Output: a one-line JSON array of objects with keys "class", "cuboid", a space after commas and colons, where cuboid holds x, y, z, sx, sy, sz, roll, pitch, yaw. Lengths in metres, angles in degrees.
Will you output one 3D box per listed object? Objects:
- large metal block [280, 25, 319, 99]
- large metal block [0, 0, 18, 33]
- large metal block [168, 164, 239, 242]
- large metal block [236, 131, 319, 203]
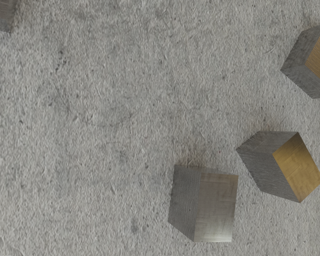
[{"class": "large metal block", "cuboid": [0.252, -0.103, 0.488, 0.080, 0.050, 0.080, 35, 79, -17]}, {"class": "large metal block", "cuboid": [-0.195, -0.155, 0.323, 0.081, 0.050, 0.080, 11, 87, -20]}, {"class": "large metal block", "cuboid": [0.053, 0.093, 0.399, 0.050, 0.080, 0.080, 8, 88, -20]}, {"class": "large metal block", "cuboid": [0.168, 0.051, 0.442, 0.050, 0.080, 0.080, -36, 102, -16]}]
